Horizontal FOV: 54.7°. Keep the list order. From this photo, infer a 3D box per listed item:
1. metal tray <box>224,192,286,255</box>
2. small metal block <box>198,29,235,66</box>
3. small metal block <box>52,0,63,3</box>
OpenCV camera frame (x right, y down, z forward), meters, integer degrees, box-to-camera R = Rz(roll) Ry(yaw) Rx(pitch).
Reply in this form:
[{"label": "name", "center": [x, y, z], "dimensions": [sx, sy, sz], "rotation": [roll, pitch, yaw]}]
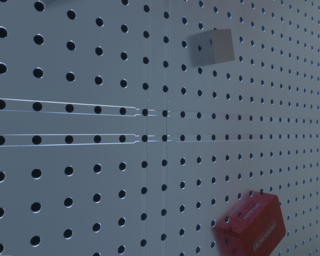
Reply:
[{"label": "metal tray", "center": [0.175, 0.188, 0.557], "dimensions": [0.131, 0.030, 0.089], "rotation": [-29, 108, -36]}, {"label": "small metal block", "center": [0.089, -0.127, 0.487], "dimensions": [0.050, 0.025, 0.050], "rotation": [-18, 101, -39]}, {"label": "small metal block", "center": [-0.098, -0.167, 0.328], "dimensions": [0.050, 0.025, 0.050], "rotation": [-34, 111, -35]}]
